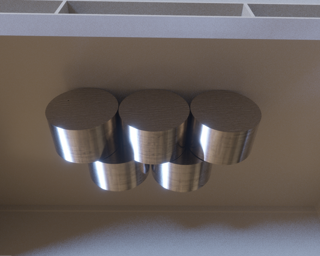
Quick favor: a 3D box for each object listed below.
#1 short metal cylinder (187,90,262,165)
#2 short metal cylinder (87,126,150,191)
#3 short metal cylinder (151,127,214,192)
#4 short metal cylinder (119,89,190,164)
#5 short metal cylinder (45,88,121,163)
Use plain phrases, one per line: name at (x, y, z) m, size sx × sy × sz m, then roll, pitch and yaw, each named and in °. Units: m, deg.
short metal cylinder at (0.074, -0.002, 0.369) m, size 0.081 × 0.080 × 0.050 m, roll 1°, pitch 130°, yaw -1°
short metal cylinder at (-0.053, 0.034, 0.399) m, size 0.081 × 0.080 × 0.050 m, roll 1°, pitch 130°, yaw -1°
short metal cylinder at (0.029, 0.036, 0.401) m, size 0.081 × 0.080 × 0.050 m, roll 1°, pitch 130°, yaw -1°
short metal cylinder at (-0.007, -0.003, 0.368) m, size 0.081 × 0.080 × 0.050 m, roll 1°, pitch 130°, yaw -1°
short metal cylinder at (-0.088, -0.004, 0.366) m, size 0.081 × 0.080 × 0.050 m, roll 1°, pitch 130°, yaw -1°
